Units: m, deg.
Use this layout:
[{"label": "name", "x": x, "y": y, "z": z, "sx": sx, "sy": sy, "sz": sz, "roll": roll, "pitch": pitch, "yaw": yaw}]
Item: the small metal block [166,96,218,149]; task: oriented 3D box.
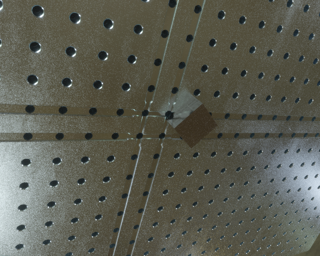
[{"label": "small metal block", "x": 0.045, "y": -0.008, "z": 0.433, "sx": 0.050, "sy": 0.025, "sz": 0.050, "roll": -42, "pitch": 130, "yaw": 0}]
